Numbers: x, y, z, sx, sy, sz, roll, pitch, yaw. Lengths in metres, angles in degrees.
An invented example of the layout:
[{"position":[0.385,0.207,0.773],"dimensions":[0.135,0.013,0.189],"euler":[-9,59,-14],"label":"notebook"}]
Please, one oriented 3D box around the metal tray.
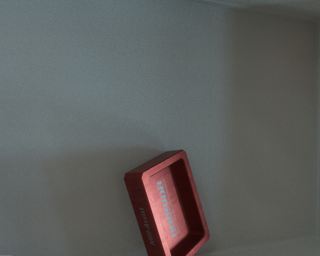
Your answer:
[{"position":[0.013,0.102,0.392],"dimensions":[0.091,0.030,0.129],"euler":[-23,99,-48],"label":"metal tray"}]
